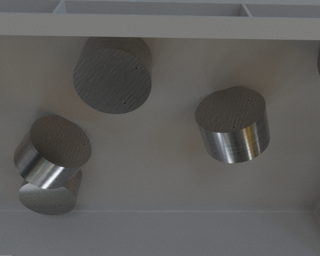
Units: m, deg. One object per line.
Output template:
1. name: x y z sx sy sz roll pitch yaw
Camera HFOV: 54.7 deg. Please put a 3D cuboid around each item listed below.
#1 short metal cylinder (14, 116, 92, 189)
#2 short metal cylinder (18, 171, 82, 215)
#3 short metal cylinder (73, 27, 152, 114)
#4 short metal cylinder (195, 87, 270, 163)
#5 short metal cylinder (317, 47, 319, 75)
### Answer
1. short metal cylinder: -0.136 0.031 0.397 0.080 0.080 0.050 31 123 -24
2. short metal cylinder: -0.162 0.087 0.464 0.081 0.050 0.079 0 130 0
3. short metal cylinder: -0.049 -0.062 0.339 0.081 0.050 0.079 0 130 0
4. short metal cylinder: 0.087 -0.004 0.371 0.080 0.080 0.050 -14 129 11
5. short metal cylinder: 0.208 -0.077 0.311 0.050 0.080 0.079 11 129 -10
